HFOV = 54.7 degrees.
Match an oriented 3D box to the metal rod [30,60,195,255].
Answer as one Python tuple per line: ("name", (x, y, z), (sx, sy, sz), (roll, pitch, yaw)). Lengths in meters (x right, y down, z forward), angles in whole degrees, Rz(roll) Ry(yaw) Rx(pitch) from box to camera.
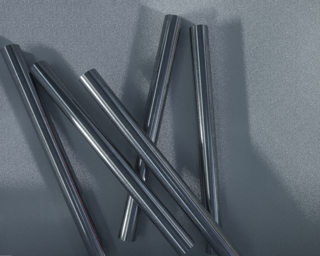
("metal rod", (-0.064, 0.032, 0.391), (0.025, 0.025, 0.300), (-41, 83, 0))

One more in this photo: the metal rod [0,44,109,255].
("metal rod", (-0.139, 0.032, 0.409), (0.025, 0.025, 0.299), (-23, 90, 0))

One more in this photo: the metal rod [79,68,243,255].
("metal rod", (0.003, 0.052, 0.385), (0.025, 0.025, 0.300), (-38, 90, 0))

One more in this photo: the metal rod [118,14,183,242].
("metal rod", (-0.012, 0.000, 0.411), (0.025, 0.025, 0.298), (12, 90, -1))

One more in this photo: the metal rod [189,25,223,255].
("metal rod", (0.062, 0.015, 0.412), (0.025, 0.025, 0.298), (-4, 90, -1))
